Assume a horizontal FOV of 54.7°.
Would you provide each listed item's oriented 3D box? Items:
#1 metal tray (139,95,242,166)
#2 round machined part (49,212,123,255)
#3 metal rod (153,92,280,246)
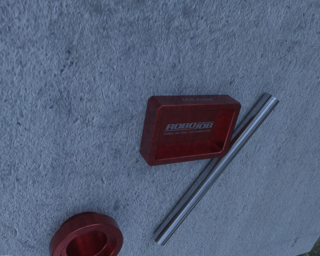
[{"bbox_3d":[0.043,0.001,0.429,0.131,0.030,0.089,-4,120,-27],"label":"metal tray"},{"bbox_3d":[-0.105,0.158,0.437,0.099,0.042,0.097,-14,125,-21],"label":"round machined part"},{"bbox_3d":[0.085,0.071,0.499,0.025,0.025,0.299,29,102,-38],"label":"metal rod"}]
